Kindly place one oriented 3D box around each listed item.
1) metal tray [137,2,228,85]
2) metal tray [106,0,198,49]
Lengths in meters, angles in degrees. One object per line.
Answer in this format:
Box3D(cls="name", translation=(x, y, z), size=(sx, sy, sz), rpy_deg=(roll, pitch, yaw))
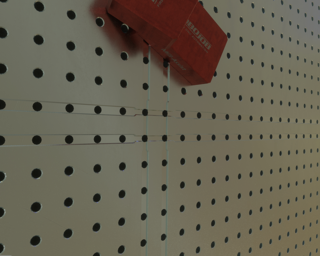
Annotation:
Box3D(cls="metal tray", translation=(0.037, -0.133, 0.439), size=(0.130, 0.030, 0.090), rpy_deg=(37, 68, -34))
Box3D(cls="metal tray", translation=(0.003, -0.176, 0.389), size=(0.090, 0.030, 0.130), rpy_deg=(31, 69, -12))
